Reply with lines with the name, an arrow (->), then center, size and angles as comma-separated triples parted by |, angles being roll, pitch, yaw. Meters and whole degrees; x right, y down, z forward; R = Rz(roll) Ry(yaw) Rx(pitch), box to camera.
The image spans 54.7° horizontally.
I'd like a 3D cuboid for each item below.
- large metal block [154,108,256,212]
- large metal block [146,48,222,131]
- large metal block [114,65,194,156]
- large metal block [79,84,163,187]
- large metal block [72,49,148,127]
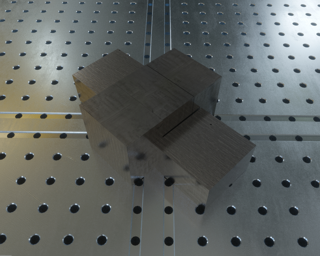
large metal block -> 0.050, 0.034, 0.363 | 0.080, 0.050, 0.080 | -37, 60, -26
large metal block -> 0.029, -0.045, 0.411 | 0.050, 0.080, 0.080 | -37, 60, -27
large metal block -> -0.008, -0.019, 0.388 | 0.050, 0.080, 0.080 | -37, 60, -27
large metal block -> -0.043, 0.009, 0.365 | 0.050, 0.080, 0.080 | -37, 60, -27
large metal block -> -0.061, -0.056, 0.435 | 0.080, 0.050, 0.080 | 37, 60, 26
